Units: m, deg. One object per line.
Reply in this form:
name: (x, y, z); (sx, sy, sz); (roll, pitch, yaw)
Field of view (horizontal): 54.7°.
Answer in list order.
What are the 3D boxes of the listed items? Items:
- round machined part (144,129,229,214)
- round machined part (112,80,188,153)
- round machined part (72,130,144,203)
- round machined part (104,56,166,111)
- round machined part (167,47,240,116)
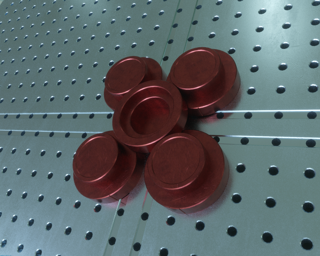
round machined part: (0.025, 0.044, 0.355); (0.098, 0.042, 0.098); (-13, 56, 20)
round machined part: (-0.009, -0.012, 0.406); (0.098, 0.042, 0.098); (-13, 56, 20)
round machined part: (-0.074, 0.046, 0.407); (0.098, 0.042, 0.098); (-13, 56, 20)
round machined part: (-0.042, -0.067, 0.458); (0.098, 0.042, 0.098); (-13, 56, 20)
round machined part: (0.052, -0.068, 0.410); (0.098, 0.042, 0.098); (-13, 56, 20)
